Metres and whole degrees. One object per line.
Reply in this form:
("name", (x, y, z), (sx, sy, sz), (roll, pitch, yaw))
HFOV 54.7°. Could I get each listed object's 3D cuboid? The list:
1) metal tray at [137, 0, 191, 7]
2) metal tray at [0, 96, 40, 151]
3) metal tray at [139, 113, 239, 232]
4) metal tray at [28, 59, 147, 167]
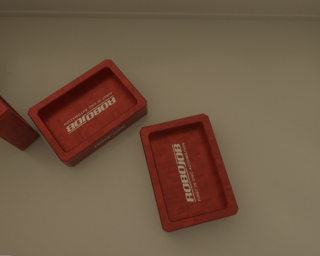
("metal tray", (0.005, -0.235, 0.442), (0.091, 0.130, 0.030), (8, 71, 3))
("metal tray", (-0.217, -0.035, 0.386), (0.130, 0.090, 0.030), (41, 75, 13))
("metal tray", (0.033, 0.054, 0.387), (0.091, 0.030, 0.130), (-13, 71, -5))
("metal tray", (-0.093, -0.022, 0.414), (0.131, 0.030, 0.090), (-37, 74, -13))
